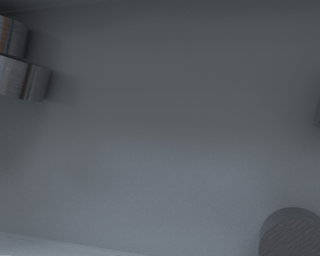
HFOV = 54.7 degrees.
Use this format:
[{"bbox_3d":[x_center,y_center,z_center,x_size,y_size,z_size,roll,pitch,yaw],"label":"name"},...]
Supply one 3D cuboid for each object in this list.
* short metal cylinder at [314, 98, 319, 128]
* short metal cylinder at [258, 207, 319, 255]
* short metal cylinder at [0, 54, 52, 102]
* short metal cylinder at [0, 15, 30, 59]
[{"bbox_3d":[0.196,-0.032,0.313,0.050,0.080,0.080,18,96,19],"label":"short metal cylinder"},{"bbox_3d":[0.152,0.134,0.344,0.080,0.050,0.079,0,90,19],"label":"short metal cylinder"},{"bbox_3d":[-0.206,-0.073,0.452,0.080,0.080,0.050,19,97,18],"label":"short metal cylinder"},{"bbox_3d":[-0.243,-0.139,0.465,0.080,0.080,0.050,15,95,19],"label":"short metal cylinder"}]
